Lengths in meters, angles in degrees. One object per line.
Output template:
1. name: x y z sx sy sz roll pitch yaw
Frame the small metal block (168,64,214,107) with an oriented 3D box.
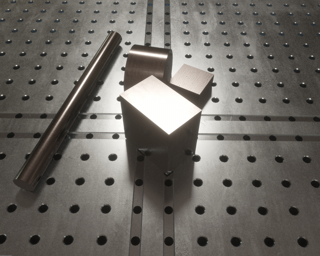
1. small metal block: 0.046 -0.065 0.463 0.050 0.025 0.050 24 54 18

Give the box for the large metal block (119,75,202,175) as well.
1. large metal block: 0.000 -0.003 0.375 0.050 0.080 0.080 -36 59 -26

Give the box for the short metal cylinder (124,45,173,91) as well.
1. short metal cylinder: -0.015 -0.073 0.433 0.050 0.080 0.080 10 51 8

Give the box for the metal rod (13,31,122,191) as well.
1. metal rod: -0.116 -0.046 0.444 0.025 0.025 0.300 12 51 9
